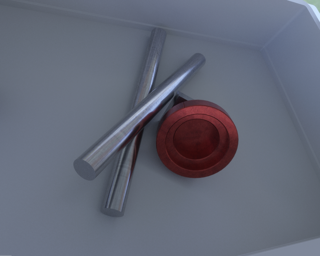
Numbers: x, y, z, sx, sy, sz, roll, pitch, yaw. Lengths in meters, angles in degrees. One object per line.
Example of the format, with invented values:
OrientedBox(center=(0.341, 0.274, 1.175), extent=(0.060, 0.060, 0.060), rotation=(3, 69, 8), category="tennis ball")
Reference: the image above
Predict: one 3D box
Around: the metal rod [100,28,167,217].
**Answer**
OrientedBox(center=(-0.026, -0.031, 0.411), extent=(0.025, 0.025, 0.300), rotation=(23, 53, -15), category="metal rod")

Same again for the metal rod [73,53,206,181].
OrientedBox(center=(-0.003, -0.036, 0.398), extent=(0.025, 0.025, 0.301), rotation=(42, 42, 0), category="metal rod")

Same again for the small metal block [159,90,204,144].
OrientedBox(center=(0.033, -0.014, 0.414), extent=(0.050, 0.050, 0.025), rotation=(28, 19, -12), category="small metal block")

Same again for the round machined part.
OrientedBox(center=(0.044, 0.010, 0.388), extent=(0.098, 0.097, 0.042), rotation=(28, 20, -12), category="round machined part")
